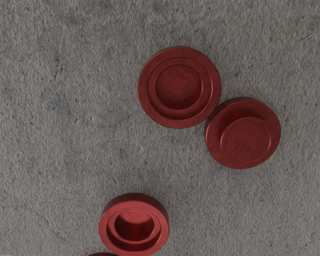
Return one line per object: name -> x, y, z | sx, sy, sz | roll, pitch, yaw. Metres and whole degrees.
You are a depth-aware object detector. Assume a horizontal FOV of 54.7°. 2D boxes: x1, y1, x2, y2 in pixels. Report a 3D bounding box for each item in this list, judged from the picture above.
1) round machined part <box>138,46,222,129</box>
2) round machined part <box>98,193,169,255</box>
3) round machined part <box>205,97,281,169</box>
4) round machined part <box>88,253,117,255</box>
round machined part -> 0.023, -0.052, 0.382 | 0.099, 0.042, 0.097 | 0, 110, 0
round machined part -> -0.036, 0.136, 0.450 | 0.099, 0.042, 0.097 | 0, 110, 0
round machined part -> 0.110, 0.011, 0.406 | 0.099, 0.042, 0.097 | 0, 110, 0
round machined part -> -0.091, 0.252, 0.493 | 0.099, 0.042, 0.097 | 0, 110, 0
